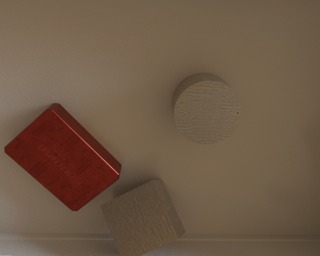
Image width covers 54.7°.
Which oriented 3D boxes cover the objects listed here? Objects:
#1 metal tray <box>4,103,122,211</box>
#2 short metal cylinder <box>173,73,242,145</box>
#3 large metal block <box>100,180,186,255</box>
[{"bbox_3d":[-0.129,0.042,0.422,0.090,0.030,0.130,-39,106,12],"label":"metal tray"},{"bbox_3d":[0.057,-0.026,0.389,0.081,0.050,0.079,0,110,-1],"label":"short metal cylinder"},{"bbox_3d":[-0.022,0.125,0.425,0.080,0.050,0.080,-28,75,9],"label":"large metal block"}]
